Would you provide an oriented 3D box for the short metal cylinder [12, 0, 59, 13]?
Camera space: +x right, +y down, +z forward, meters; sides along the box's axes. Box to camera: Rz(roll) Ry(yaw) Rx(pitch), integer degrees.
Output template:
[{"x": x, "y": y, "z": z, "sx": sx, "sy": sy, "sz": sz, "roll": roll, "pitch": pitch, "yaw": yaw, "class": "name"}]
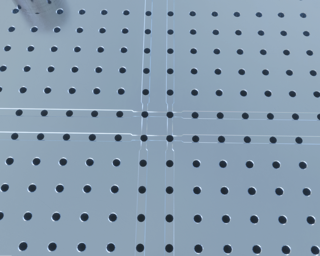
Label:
[{"x": -0.200, "y": -0.227, "z": 0.480, "sx": 0.081, "sy": 0.050, "sz": 0.080, "roll": 0, "pitch": 70, "yaw": 0, "class": "short metal cylinder"}]
